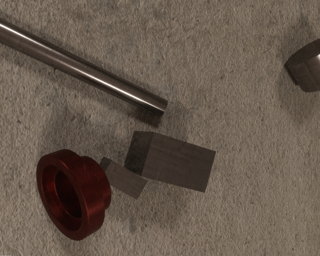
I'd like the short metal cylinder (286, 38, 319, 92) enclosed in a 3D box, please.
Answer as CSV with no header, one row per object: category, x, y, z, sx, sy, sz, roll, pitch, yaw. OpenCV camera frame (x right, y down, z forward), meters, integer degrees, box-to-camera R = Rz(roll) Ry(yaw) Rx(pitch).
short metal cylinder,0.243,-0.098,0.472,0.080,0.080,0.050,-41,103,-16

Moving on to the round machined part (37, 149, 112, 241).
round machined part,-0.092,0.069,0.343,0.042,0.098,0.097,-21,98,-45

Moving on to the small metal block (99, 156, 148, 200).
small metal block,-0.049,0.060,0.378,0.050,0.050,0.025,34,78,-17

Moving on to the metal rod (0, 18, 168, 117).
metal rod,-0.126,-0.085,0.362,0.302,0.025,0.025,25,82,-19

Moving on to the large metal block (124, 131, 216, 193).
large metal block,0.009,0.039,0.384,0.081,0.080,0.050,18,84,-20
